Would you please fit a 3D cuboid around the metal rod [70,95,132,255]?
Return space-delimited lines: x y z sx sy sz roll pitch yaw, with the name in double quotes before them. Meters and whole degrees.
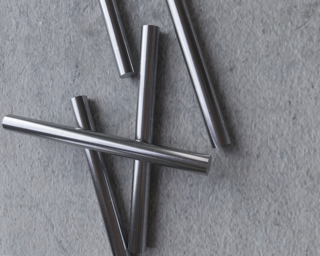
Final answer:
"metal rod" -0.075 0.099 0.434 0.025 0.025 0.299 -19 84 19

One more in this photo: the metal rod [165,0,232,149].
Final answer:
"metal rod" 0.033 -0.120 0.396 0.025 0.025 0.299 -19 84 19

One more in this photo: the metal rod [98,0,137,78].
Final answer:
"metal rod" -0.084 -0.215 0.437 0.025 0.025 0.298 -18 84 19

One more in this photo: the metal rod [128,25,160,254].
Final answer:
"metal rod" -0.021 0.015 0.415 0.025 0.025 0.298 4 91 19

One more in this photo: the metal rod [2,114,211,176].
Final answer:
"metal rod" -0.083 0.018 0.409 0.301 0.025 0.025 11 94 19
